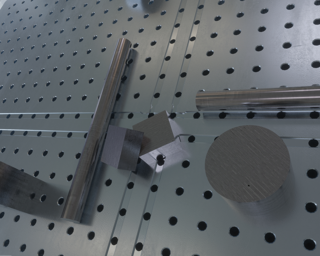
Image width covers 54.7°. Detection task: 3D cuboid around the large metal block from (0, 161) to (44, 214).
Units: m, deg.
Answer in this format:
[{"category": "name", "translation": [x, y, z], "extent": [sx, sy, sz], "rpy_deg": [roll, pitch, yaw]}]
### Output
[{"category": "large metal block", "translation": [-0.233, 0.083, 0.445], "extent": [0.080, 0.080, 0.050], "rpy_deg": [2, 63, 29]}]

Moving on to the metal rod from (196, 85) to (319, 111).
[{"category": "metal rod", "translation": [0.184, -0.034, 0.332], "extent": [0.300, 0.025, 0.025], "rpy_deg": [0, 62, 28]}]

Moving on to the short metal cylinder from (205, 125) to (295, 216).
[{"category": "short metal cylinder", "translation": [0.092, 0.044, 0.317], "extent": [0.080, 0.050, 0.080], "rpy_deg": [-13, 56, 21]}]

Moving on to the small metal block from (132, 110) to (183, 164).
[{"category": "small metal block", "translation": [-0.004, 0.012, 0.403], "extent": [0.050, 0.025, 0.050], "rpy_deg": [-25, 53, 12]}]

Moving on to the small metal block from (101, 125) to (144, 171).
[{"category": "small metal block", "translation": [-0.049, 0.025, 0.399], "extent": [0.050, 0.025, 0.050], "rpy_deg": [10, 86, 55]}]

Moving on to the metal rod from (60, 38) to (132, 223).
[{"category": "metal rod", "translation": [-0.088, -0.013, 0.462], "extent": [0.025, 0.025, 0.300], "rpy_deg": [-3, 60, 27]}]
